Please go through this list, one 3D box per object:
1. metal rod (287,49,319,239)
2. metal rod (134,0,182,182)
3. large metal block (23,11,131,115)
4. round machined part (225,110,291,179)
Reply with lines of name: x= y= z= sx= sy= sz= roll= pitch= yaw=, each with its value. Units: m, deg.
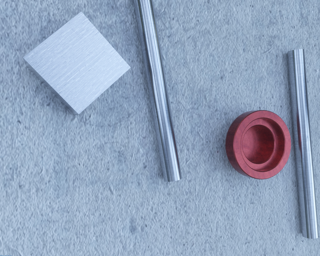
metal rod: x=0.229 y=0.026 z=0.495 sx=0.025 sy=0.025 sz=0.298 roll=-6 pitch=92 yaw=-20
metal rod: x=-0.007 y=-0.078 z=0.407 sx=0.025 sy=0.025 sz=0.298 roll=-11 pitch=94 yaw=-20
large metal block: x=-0.096 y=-0.071 z=0.361 sx=0.080 sy=0.050 sz=0.080 roll=-46 pitch=105 yaw=-15
round machined part: x=0.138 y=0.023 z=0.453 sx=0.099 sy=0.042 sz=0.097 roll=0 pitch=90 yaw=-21
